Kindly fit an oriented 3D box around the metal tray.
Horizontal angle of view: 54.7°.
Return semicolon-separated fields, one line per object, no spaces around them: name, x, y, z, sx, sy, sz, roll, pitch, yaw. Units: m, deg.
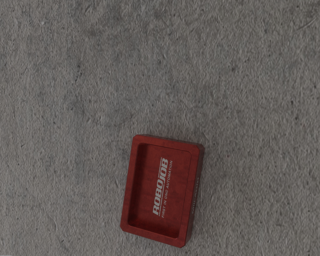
metal tray;0.003;0.078;0.405;0.090;0.030;0.129;10;93;19
